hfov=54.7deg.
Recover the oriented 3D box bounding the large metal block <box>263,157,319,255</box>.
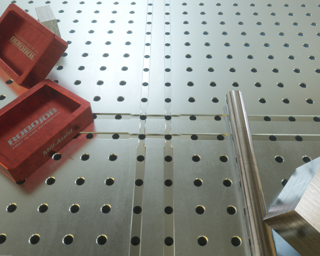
[{"bbox_3d":[0.165,0.086,0.306,0.080,0.050,0.080,43,60,7],"label":"large metal block"}]

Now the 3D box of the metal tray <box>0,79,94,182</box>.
[{"bbox_3d":[-0.164,-0.003,0.404,0.090,0.030,0.131,29,56,22],"label":"metal tray"}]

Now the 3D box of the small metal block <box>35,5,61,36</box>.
[{"bbox_3d":[-0.192,-0.176,0.537,0.025,0.050,0.050,-20,53,-16],"label":"small metal block"}]

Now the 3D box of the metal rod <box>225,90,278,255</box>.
[{"bbox_3d":[0.104,0.069,0.350,0.025,0.025,0.300,1,50,0],"label":"metal rod"}]

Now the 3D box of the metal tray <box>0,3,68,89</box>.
[{"bbox_3d":[-0.212,-0.127,0.479,0.130,0.030,0.090,38,93,27],"label":"metal tray"}]
